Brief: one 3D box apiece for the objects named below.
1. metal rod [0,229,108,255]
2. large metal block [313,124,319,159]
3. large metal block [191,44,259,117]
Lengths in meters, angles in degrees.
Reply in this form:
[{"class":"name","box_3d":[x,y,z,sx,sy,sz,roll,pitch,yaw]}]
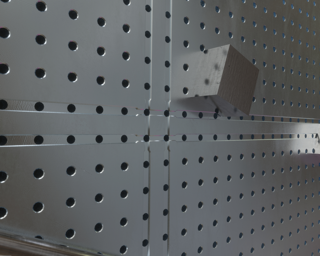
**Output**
[{"class":"metal rod","box_3d":[-0.071,0.155,0.349,0.301,0.025,0.025,32,70,-35]},{"class":"large metal block","box_3d":[0.418,0.042,0.744,0.080,0.050,0.080,34,69,-35]},{"class":"large metal block","box_3d":[0.102,-0.069,0.478,0.080,0.050,0.080,26,74,-37]}]
